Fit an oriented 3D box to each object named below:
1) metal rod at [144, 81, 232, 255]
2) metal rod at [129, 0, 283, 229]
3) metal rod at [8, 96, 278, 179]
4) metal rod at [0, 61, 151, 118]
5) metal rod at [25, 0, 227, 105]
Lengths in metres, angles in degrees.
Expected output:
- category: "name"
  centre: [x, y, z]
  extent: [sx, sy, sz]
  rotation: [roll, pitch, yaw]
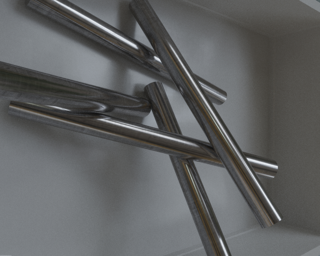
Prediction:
- category: "metal rod"
  centre: [0.041, 0.079, 0.356]
  extent: [0.025, 0.025, 0.299]
  rotation: [-4, 65, -40]
- category: "metal rod"
  centre: [0.044, -0.030, 0.352]
  extent: [0.025, 0.025, 0.299]
  rotation: [-18, 72, -39]
- category: "metal rod"
  centre: [-0.001, 0.014, 0.339]
  extent: [0.302, 0.025, 0.025]
  rotation: [15, 80, -18]
- category: "metal rod"
  centre: [-0.083, -0.030, 0.255]
  extent: [0.301, 0.025, 0.025]
  rotation: [4, 87, -66]
- category: "metal rod"
  centre: [-0.015, -0.089, 0.395]
  extent: [0.302, 0.025, 0.025]
  rotation: [20, 77, -38]
